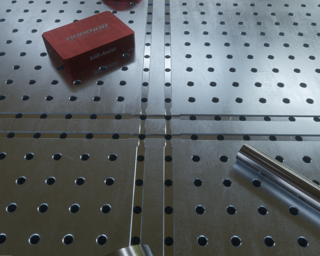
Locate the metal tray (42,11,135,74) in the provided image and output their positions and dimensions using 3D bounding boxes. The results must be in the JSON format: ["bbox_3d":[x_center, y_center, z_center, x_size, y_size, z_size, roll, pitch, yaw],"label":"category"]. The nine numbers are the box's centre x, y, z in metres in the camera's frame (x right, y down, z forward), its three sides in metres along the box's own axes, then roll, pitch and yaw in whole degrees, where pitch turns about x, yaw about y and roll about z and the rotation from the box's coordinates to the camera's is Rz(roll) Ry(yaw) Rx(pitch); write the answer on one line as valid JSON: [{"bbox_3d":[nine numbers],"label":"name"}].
[{"bbox_3d":[-0.120,-0.149,0.528,0.131,0.030,0.090,-29,56,-23],"label":"metal tray"}]

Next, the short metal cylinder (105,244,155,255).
[{"bbox_3d":[-0.032,0.141,0.253,0.081,0.080,0.050,-21,54,-17],"label":"short metal cylinder"}]

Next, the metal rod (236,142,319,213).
[{"bbox_3d":[0.215,0.104,0.322,0.300,0.025,0.025,34,58,25],"label":"metal rod"}]
